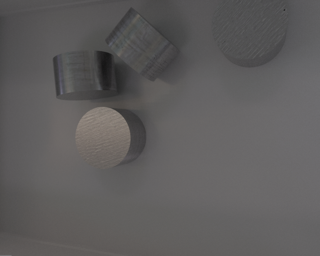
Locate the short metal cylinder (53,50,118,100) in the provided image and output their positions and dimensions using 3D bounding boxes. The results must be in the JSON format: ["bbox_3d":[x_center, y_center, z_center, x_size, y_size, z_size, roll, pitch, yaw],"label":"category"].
[{"bbox_3d":[-0.100,-0.068,0.416,0.080,0.080,0.050,-7,88,20],"label":"short metal cylinder"}]

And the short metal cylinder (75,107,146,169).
[{"bbox_3d":[-0.066,0.013,0.420,0.080,0.050,0.080,0,90,20],"label":"short metal cylinder"}]

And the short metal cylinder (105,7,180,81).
[{"bbox_3d":[-0.021,-0.104,0.389,0.080,0.080,0.050,46,104,14],"label":"short metal cylinder"}]

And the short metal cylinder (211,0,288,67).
[{"bbox_3d":[0.105,-0.115,0.360,0.080,0.050,0.080,0,90,20],"label":"short metal cylinder"}]
